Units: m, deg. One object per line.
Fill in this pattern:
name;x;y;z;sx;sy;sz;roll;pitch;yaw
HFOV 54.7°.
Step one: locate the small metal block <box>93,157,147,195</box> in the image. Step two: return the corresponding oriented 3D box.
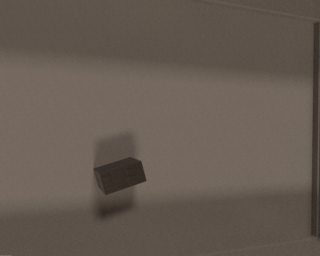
small metal block;-0.050;0.057;0.380;0.050;0.050;0.025;-16;96;-20
